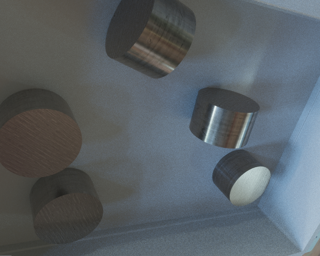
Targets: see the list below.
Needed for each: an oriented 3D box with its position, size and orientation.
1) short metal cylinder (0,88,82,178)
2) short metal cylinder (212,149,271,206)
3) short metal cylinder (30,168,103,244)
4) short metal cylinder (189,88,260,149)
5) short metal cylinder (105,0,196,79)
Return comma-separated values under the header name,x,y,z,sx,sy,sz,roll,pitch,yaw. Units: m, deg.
name,x,y,z,sx,sy,sz,roll,pitch,yaw
short metal cylinder,-0.128,0.005,0.325,0.081,0.050,0.079,-14,124,-21
short metal cylinder,0.135,0.083,0.517,0.081,0.050,0.079,-14,124,-21
short metal cylinder,-0.118,0.097,0.388,0.081,0.050,0.079,-14,124,-21
short metal cylinder,0.084,-0.015,0.409,0.081,0.080,0.050,-2,120,-27
short metal cylinder,-0.011,-0.096,0.308,0.050,0.080,0.080,21,107,-36
